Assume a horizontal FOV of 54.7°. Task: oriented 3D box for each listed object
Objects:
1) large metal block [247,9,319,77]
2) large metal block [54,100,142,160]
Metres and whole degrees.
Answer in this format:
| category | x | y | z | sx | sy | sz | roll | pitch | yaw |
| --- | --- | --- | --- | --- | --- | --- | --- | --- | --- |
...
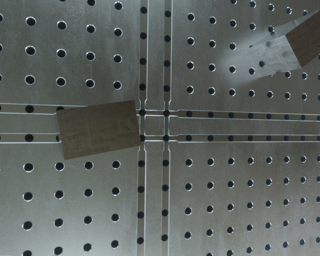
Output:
| category | x | y | z | sx | sy | sz | roll | pitch | yaw |
| --- | --- | --- | --- | --- | --- | --- | --- | --- | --- |
| large metal block | 0.193 | -0.123 | 0.456 | 0.080 | 0.080 | 0.050 | -36 | 102 | -17 |
| large metal block | -0.075 | 0.001 | 0.356 | 0.081 | 0.080 | 0.050 | -10 | 94 | -20 |
